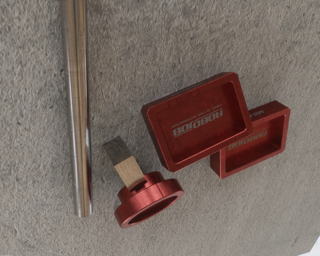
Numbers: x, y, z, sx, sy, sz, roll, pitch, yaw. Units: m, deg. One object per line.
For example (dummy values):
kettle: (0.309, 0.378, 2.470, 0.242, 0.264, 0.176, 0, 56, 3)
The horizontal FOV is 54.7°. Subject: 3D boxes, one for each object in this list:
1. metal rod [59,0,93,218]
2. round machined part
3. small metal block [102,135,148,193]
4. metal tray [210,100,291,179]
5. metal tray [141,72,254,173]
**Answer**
metal rod: (-0.091, -0.017, 0.347, 0.025, 0.025, 0.298, -9, 123, -24)
round machined part: (-0.019, 0.095, 0.428, 0.099, 0.042, 0.098, -26, 158, -11)
small metal block: (-0.045, 0.045, 0.395, 0.025, 0.050, 0.050, -30, 127, -9)
metal tray: (0.143, 0.018, 0.495, 0.131, 0.030, 0.089, -20, 127, -17)
metal tray: (0.051, -0.010, 0.407, 0.131, 0.030, 0.090, -24, 106, -14)
